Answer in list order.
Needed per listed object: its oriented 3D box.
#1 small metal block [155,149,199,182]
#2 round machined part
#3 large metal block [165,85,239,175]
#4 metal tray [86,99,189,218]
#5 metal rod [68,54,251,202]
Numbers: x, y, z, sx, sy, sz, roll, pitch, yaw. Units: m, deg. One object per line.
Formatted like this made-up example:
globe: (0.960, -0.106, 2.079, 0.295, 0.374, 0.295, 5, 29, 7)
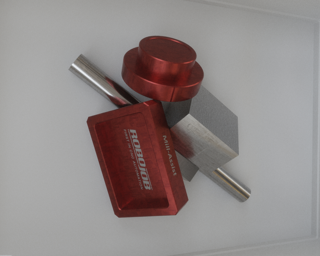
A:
small metal block: (0.017, 0.042, 0.403, 0.050, 0.050, 0.025, 40, 77, -16)
round machined part: (0.006, -0.077, 0.371, 0.099, 0.098, 0.042, -2, 131, -20)
large metal block: (0.053, -0.002, 0.396, 0.080, 0.050, 0.080, 39, 35, -16)
metal tray: (-0.027, 0.038, 0.367, 0.030, 0.090, 0.129, -26, 102, -60)
metal rod: (0.011, 0.010, 0.414, 0.301, 0.025, 0.025, 38, 78, -16)
